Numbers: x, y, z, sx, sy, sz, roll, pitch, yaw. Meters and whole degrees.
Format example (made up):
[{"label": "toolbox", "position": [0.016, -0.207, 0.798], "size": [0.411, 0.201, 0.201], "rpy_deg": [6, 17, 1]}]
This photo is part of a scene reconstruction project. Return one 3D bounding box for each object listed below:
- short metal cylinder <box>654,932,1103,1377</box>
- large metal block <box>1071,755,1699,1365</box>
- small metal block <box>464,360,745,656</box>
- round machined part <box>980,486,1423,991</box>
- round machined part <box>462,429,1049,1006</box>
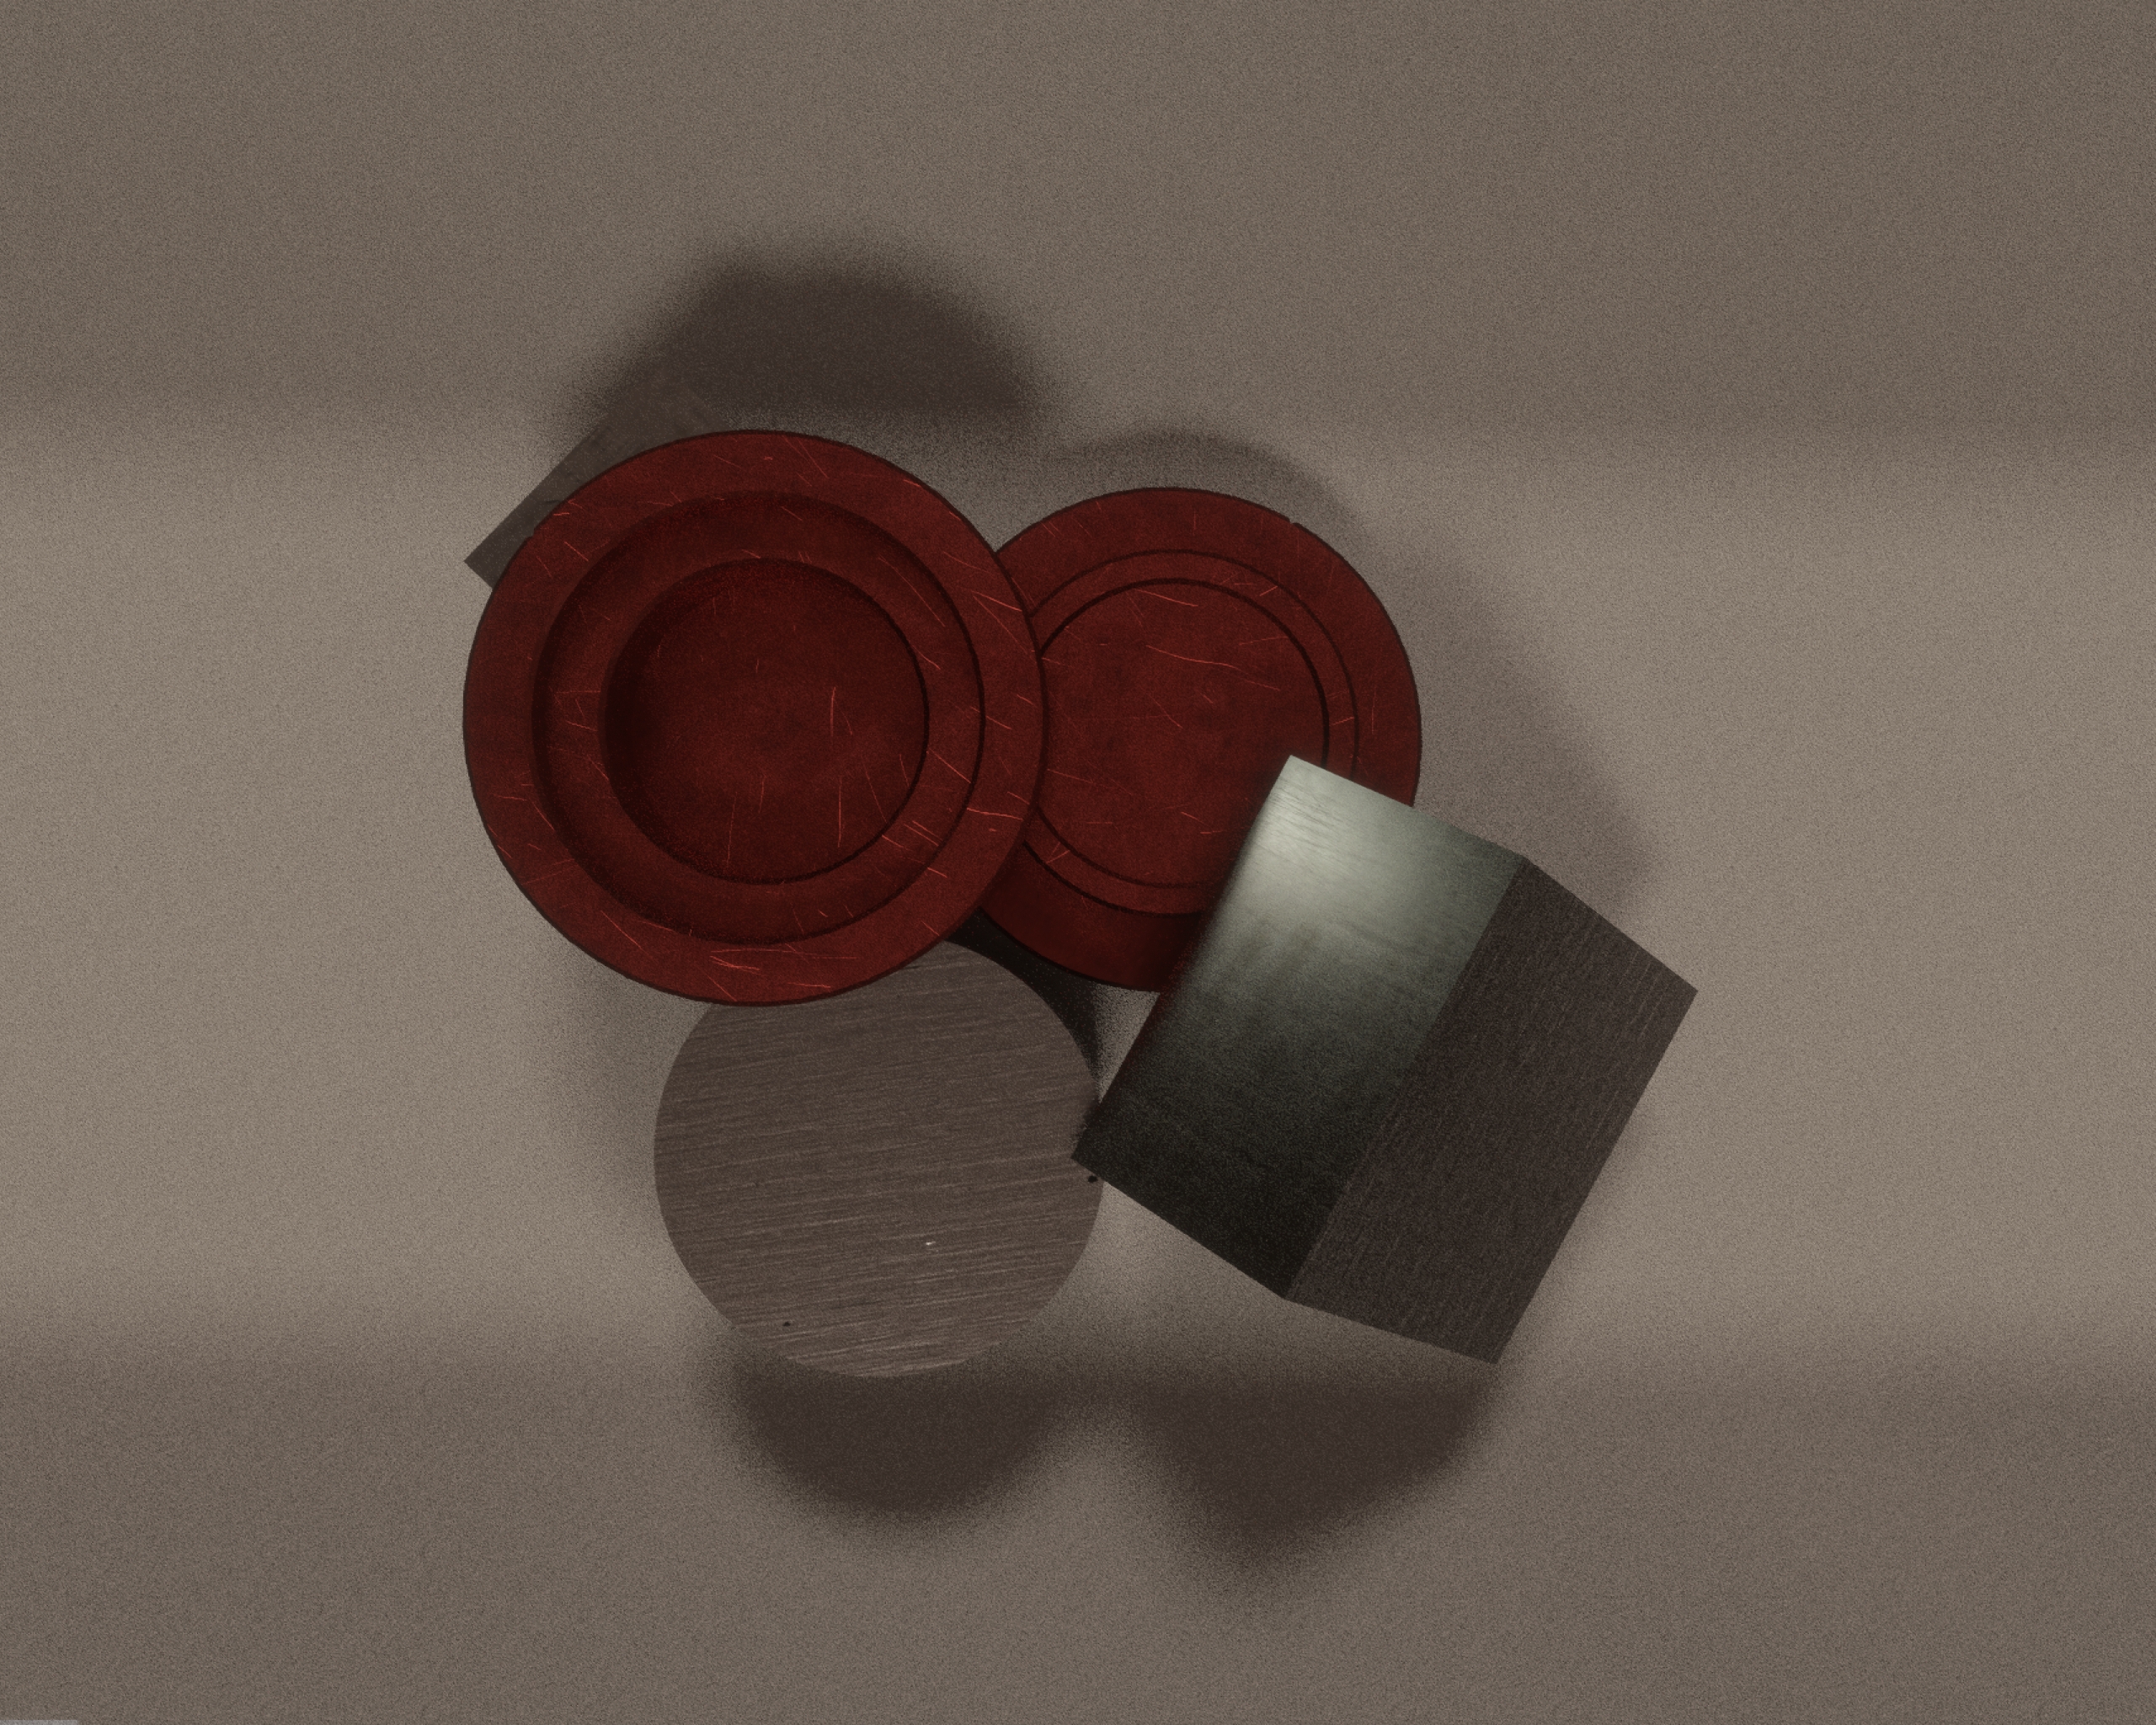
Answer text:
[{"label": "short metal cylinder", "position": [-0.035, 0.052, 0.397], "size": [0.081, 0.050, 0.079], "rpy_deg": [0, 90, -1]}, {"label": "large metal block", "position": [0.058, 0.038, 0.376], "size": [0.050, 0.080, 0.080], "rpy_deg": [28, 89, 40]}, {"label": "small metal block", "position": [-0.083, -0.063, 0.396], "size": [0.025, 0.050, 0.050], "rpy_deg": [44, 90, -1]}, {"label": "round machined part", "position": [0.017, -0.024, 0.400], "size": [0.099, 0.042, 0.097], "rpy_deg": [0, 90, -1]}, {"label": "round machined part", "position": [-0.054, -0.025, 0.371], "size": [0.099, 0.042, 0.097], "rpy_deg": [0, 90, -1]}]
